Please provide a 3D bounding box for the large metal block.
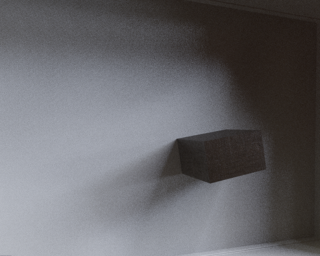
[{"bbox_3d":[0.078,0.033,0.410,0.081,0.080,0.050,-10,94,-20],"label":"large metal block"}]
